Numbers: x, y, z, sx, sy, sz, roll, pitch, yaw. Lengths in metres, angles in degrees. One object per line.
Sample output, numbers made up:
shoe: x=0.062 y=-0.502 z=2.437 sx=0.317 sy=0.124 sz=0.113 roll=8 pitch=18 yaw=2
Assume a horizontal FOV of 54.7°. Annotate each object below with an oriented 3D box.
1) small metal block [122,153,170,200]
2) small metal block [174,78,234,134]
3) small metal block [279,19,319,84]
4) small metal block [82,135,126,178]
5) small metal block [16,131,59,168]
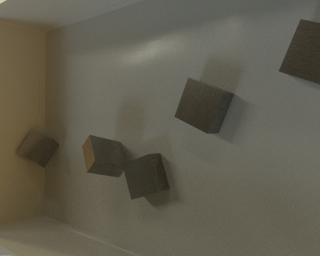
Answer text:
small metal block: x=-0.019 y=0.066 z=0.421 sx=0.050 sy=0.025 sz=0.050 roll=-25 pitch=75 yaw=36
small metal block: x=0.051 y=-0.026 z=0.363 sx=0.050 sy=0.025 sz=0.050 roll=30 pitch=108 yaw=35
small metal block: x=0.147 y=-0.067 z=0.285 sx=0.050 sy=0.025 sz=0.050 roll=29 pitch=108 yaw=35
small metal block: x=-0.080 y=0.041 z=0.445 sx=0.025 sy=0.050 sz=0.050 roll=-53 pitch=40 yaw=27
small metal block: x=-0.222 y=0.038 z=0.563 sx=0.050 sy=0.025 sz=0.050 roll=18 pitch=66 yaw=21
